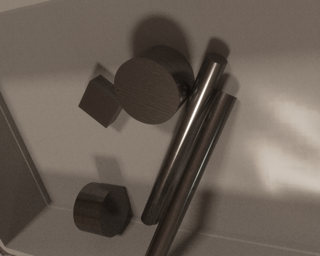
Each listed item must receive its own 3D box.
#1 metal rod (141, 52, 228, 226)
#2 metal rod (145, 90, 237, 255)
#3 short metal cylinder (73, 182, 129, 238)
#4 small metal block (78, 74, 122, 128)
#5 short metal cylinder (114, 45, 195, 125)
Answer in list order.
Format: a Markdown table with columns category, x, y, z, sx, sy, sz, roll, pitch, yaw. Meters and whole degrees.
| category | x | y | z | sx | sy | sz | roll | pitch | yaw |
| --- | --- | --- | --- | --- | --- | --- | --- | --- | --- |
| metal rod | 0.021 | 0.038 | 0.419 | 0.025 | 0.025 | 0.298 | 27 | 128 | 10 |
| metal rod | 0.020 | 0.097 | 0.376 | 0.025 | 0.025 | 0.298 | 25 | 102 | 13 |
| short metal cylinder | -0.093 | 0.131 | 0.501 | 0.050 | 0.080 | 0.079 | 3 | 120 | 26 |
| small metal block | -0.078 | -0.036 | 0.426 | 0.050 | 0.025 | 0.050 | 38 | 129 | 2 |
| short metal cylinder | -0.006 | -0.051 | 0.363 | 0.080 | 0.050 | 0.079 | 13 | 124 | 20 |
